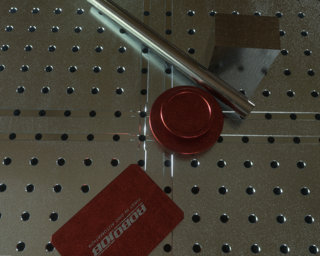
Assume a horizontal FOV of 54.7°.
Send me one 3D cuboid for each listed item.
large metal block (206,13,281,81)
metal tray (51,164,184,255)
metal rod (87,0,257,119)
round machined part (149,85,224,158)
[{"bbox_3d":[0.109,-0.107,0.423,0.081,0.080,0.050,4,70,1],"label":"large metal block"},{"bbox_3d":[-0.047,0.118,0.366,0.130,0.030,0.090,-42,76,-14],"label":"metal tray"},{"bbox_3d":[0.007,-0.114,0.446,0.300,0.025,0.025,39,74,15],"label":"metal rod"},{"bbox_3d":[0.035,-0.013,0.408,0.099,0.042,0.098,0,70,0],"label":"round machined part"}]
